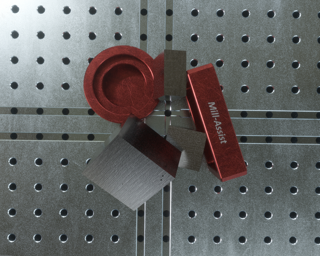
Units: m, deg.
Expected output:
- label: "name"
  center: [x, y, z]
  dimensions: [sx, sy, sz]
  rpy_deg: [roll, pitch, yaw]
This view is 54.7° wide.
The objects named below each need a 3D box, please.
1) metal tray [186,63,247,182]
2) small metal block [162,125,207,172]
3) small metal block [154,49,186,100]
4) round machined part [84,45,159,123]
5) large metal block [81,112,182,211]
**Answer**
- label: "metal tray"
  center: [0.063, -0.006, 0.382]
  dimensions: [0.030, 0.090, 0.129]
  rpy_deg: [-18, 90, 0]
- label: "small metal block"
  center: [0.033, 0.026, 0.409]
  dimensions: [0.050, 0.025, 0.050]
  rpy_deg: [12, 94, 10]
- label: "small metal block"
  center: [0.010, -0.059, 0.360]
  dimensions: [0.025, 0.050, 0.050]
  rpy_deg: [0, 89, -14]
- label: "round machined part"
  center: [-0.046, -0.054, 0.404]
  dimensions: [0.099, 0.042, 0.097]
  rpy_deg: [0, 90, -1]
- label: "large metal block"
  center: [-0.033, 0.042, 0.378]
  dimensions: [0.080, 0.050, 0.080]
  rpy_deg: [39, 122, -11]
